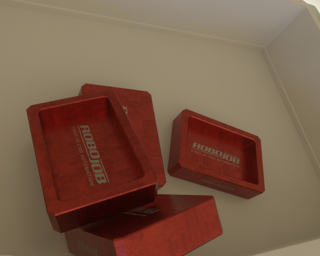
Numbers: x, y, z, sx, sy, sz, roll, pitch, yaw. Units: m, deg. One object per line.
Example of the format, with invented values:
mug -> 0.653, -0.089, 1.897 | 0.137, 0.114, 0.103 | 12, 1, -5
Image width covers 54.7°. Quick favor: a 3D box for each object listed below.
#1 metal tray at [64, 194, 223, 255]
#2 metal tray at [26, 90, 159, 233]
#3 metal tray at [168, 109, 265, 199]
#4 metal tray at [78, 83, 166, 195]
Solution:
metal tray -> -0.022, 0.087, 0.273 | 0.091, 0.130, 0.030 | -13, 88, -34
metal tray -> -0.067, 0.021, 0.291 | 0.091, 0.030, 0.130 | -14, 49, -19
metal tray -> 0.079, 0.036, 0.424 | 0.131, 0.030, 0.090 | 20, 54, -17
metal tray -> -0.049, 0.013, 0.370 | 0.091, 0.030, 0.130 | 4, 60, -26
